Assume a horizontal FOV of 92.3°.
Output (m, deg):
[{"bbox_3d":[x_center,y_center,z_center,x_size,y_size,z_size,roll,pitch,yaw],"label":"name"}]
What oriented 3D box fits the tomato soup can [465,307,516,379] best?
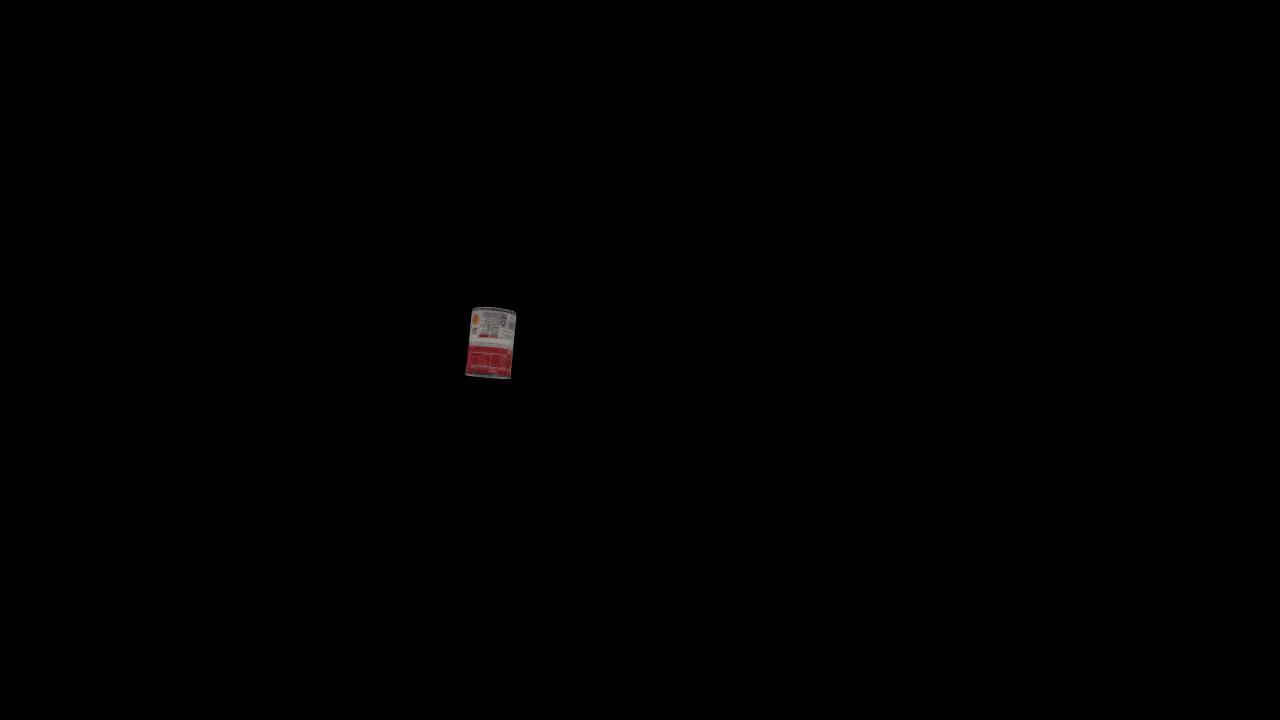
[{"bbox_3d":[-0.223,-0.025,0.922,0.068,0.101,0.068,4,-5,0],"label":"tomato soup can"}]
